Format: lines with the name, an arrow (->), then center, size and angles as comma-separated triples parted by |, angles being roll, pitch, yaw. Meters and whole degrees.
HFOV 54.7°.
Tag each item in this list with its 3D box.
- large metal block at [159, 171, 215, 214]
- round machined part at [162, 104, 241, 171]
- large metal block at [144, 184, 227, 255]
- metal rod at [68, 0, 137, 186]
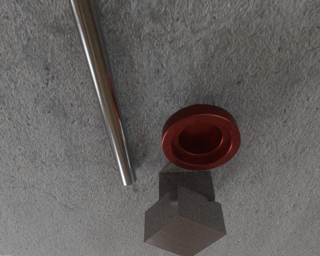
large metal block -> 0.041, 0.115, 0.489 | 0.080, 0.050, 0.079 | -3, 130, 2
round machined part -> 0.052, 0.008, 0.404 | 0.099, 0.042, 0.097 | -1, 130, 0
large metal block -> 0.034, 0.135, 0.441 | 0.080, 0.050, 0.080 | 28, 125, -22
metal rod -> -0.063, -0.035, 0.376 | 0.025, 0.025, 0.298 | -5, 130, 4
